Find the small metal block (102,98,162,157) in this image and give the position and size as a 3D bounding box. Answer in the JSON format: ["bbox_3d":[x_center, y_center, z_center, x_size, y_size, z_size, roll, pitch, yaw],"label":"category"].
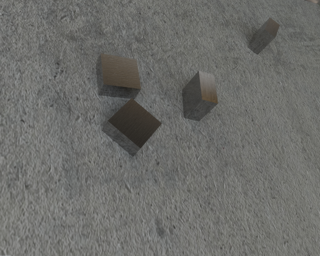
[{"bbox_3d":[-0.034,-0.001,0.386,0.050,0.025,0.050,40,51,-1],"label":"small metal block"}]

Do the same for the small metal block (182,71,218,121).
[{"bbox_3d":[0.056,-0.045,0.445,0.025,0.050,0.050,12,57,-22],"label":"small metal block"}]

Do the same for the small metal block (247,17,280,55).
[{"bbox_3d":[0.203,-0.180,0.606,0.025,0.050,0.050,36,51,-5],"label":"small metal block"}]

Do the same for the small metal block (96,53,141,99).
[{"bbox_3d":[-0.056,-0.069,0.415,0.050,0.025,0.050,4,60,-26],"label":"small metal block"}]
